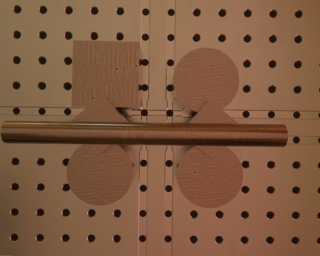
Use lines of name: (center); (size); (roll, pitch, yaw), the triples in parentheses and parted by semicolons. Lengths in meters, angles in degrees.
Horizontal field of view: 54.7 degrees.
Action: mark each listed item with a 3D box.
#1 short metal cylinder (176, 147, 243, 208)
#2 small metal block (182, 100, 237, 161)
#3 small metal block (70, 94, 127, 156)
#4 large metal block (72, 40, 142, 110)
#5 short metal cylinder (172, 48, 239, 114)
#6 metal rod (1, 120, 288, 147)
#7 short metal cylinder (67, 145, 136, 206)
short metal cylinder: (0.061, 0.057, 0.401); (0.081, 0.050, 0.080); (0, 90, 0)
small metal block: (0.060, 0.003, 0.364); (0.050, 0.025, 0.050); (40, 90, 0)
small metal block: (-0.068, -0.003, 0.363); (0.050, 0.025, 0.050); (-40, 90, 0)
large metal block: (-0.066, -0.066, 0.400); (0.081, 0.050, 0.080); (1, 90, 0)
short metal cylinder: (0.056, -0.058, 0.401); (0.081, 0.050, 0.080); (0, 90, 0)
metal rod: (-0.016, 0.006, 0.338); (0.302, 0.025, 0.025); (1, 90, 0)
short metal cylinder: (-0.073, 0.054, 0.399); (0.081, 0.050, 0.080); (0, 90, 0)
